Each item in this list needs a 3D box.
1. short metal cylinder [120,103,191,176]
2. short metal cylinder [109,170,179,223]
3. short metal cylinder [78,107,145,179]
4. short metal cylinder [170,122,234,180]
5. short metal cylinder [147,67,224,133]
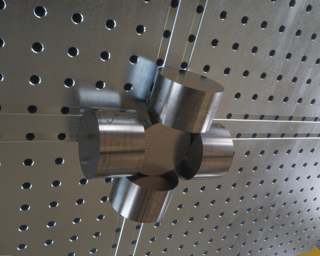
[{"bbox_3d":[-0.008,0.014,0.400,0.081,0.050,0.079,-15,125,-22],"label":"short metal cylinder"},{"bbox_3d":[-0.022,0.079,0.411,0.081,0.080,0.050,6,115,-31],"label":"short metal cylinder"},{"bbox_3d":[-0.058,0.017,0.354,0.050,0.080,0.079,1,118,-30],"label":"short metal cylinder"},{"bbox_3d":[0.054,0.031,0.424,0.050,0.080,0.079,4,117,-31],"label":"short metal cylinder"},{"bbox_3d":[0.030,-0.035,0.369,0.081,0.080,0.050,3,117,-30],"label":"short metal cylinder"}]
